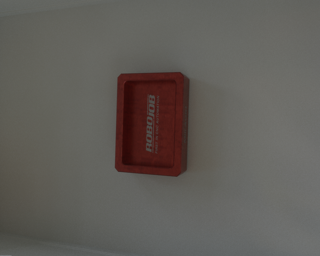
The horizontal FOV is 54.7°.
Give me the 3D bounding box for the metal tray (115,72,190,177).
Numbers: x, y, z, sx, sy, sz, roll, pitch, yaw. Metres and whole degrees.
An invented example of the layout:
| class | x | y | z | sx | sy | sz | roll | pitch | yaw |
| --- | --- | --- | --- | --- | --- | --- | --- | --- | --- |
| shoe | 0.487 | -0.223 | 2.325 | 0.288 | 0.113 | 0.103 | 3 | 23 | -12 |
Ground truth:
| class | x | y | z | sx | sy | sz | roll | pitch | yaw |
| --- | --- | --- | --- | --- | --- | --- | --- | --- | --- |
| metal tray | -0.010 | -0.006 | 0.407 | 0.090 | 0.030 | 0.129 | 2 | 90 | 19 |
